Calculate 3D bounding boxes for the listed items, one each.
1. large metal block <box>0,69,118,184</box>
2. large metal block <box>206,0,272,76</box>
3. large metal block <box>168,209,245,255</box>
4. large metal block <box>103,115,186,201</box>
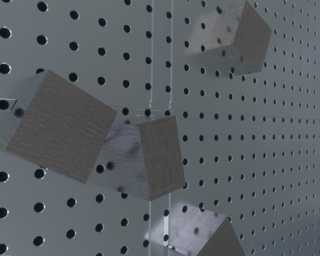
[{"bbox_3d":[-0.102,0.001,0.307,0.080,0.050,0.080,33,70,-35],"label":"large metal block"},{"bbox_3d":[0.130,-0.142,0.500,0.080,0.050,0.080,30,72,-36],"label":"large metal block"},{"bbox_3d":[0.070,0.179,0.451,0.080,0.050,0.080,-40,114,-33],"label":"large metal block"},{"bbox_3d":[-0.022,0.030,0.354,0.050,0.080,0.080,-15,100,-39],"label":"large metal block"}]
